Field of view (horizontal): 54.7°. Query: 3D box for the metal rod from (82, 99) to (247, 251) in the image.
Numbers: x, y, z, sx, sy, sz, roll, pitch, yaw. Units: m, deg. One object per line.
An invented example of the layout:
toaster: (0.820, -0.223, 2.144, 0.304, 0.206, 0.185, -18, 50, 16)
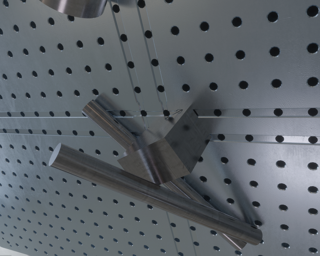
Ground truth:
metal rod: (0.008, 0.068, 0.449, 0.300, 0.025, 0.025, 42, 129, -1)

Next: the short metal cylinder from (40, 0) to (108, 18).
short metal cylinder: (-0.090, -0.160, 0.324, 0.080, 0.080, 0.050, 36, 129, 4)

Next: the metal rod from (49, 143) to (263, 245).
metal rod: (0.016, 0.090, 0.371, 0.301, 0.025, 0.025, 28, 134, -26)

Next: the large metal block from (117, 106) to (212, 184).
large metal block: (0.007, 0.025, 0.388, 0.080, 0.080, 0.050, -27, 103, 37)
